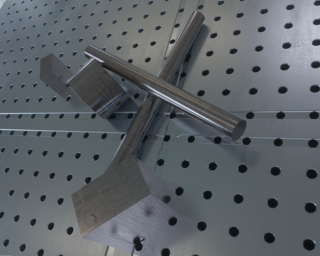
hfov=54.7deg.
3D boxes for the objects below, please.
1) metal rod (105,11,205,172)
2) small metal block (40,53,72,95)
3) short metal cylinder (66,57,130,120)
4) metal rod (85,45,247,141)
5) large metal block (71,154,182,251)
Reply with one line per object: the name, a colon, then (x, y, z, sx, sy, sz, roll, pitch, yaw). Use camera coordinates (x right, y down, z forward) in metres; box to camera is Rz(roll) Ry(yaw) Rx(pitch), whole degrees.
metal rod: (-0.006, -0.046, 0.439, 0.025, 0.025, 0.300, 15, 69, 34)
small metal block: (-0.184, -0.095, 0.547, 0.025, 0.050, 0.050, -24, 53, 13)
short metal cylinder: (-0.089, -0.058, 0.455, 0.050, 0.080, 0.080, -43, 51, -1)
metal rod: (-0.015, -0.061, 0.420, 0.300, 0.025, 0.025, 33, 80, 38)
large metal block: (-0.034, 0.085, 0.339, 0.080, 0.080, 0.050, -34, 52, 6)
